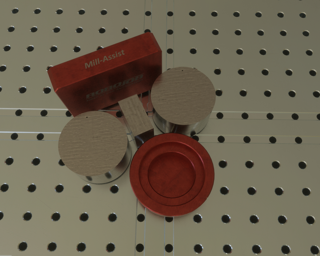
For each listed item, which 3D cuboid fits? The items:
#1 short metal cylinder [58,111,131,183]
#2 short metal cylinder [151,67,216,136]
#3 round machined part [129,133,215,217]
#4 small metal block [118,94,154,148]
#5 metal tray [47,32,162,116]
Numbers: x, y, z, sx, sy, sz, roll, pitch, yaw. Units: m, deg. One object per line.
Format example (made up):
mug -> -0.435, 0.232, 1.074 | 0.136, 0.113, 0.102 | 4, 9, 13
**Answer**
short metal cylinder -> -0.078, 0.025, 0.385 | 0.081, 0.050, 0.080 | 0, 70, 0
short metal cylinder -> 0.029, -0.033, 0.407 | 0.081, 0.050, 0.080 | 0, 70, 0
round machined part -> 0.014, 0.058, 0.377 | 0.099, 0.042, 0.098 | 0, 70, 0
small metal block -> -0.029, -0.008, 0.396 | 0.025, 0.050, 0.050 | -24, 72, -8
metal tray -> -0.063, -0.064, 0.395 | 0.131, 0.090, 0.030 | -22, 72, -8
